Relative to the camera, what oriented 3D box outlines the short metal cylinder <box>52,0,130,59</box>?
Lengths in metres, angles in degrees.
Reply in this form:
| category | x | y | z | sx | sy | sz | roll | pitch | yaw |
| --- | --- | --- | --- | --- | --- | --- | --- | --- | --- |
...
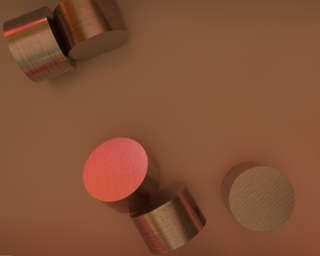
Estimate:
| category | x | y | z | sx | sy | sz | roll | pitch | yaw |
| --- | --- | --- | --- | --- | --- | --- | --- | --- | --- |
| short metal cylinder | -0.084 | -0.125 | 0.383 | 0.080 | 0.080 | 0.050 | -22 | 90 | 0 |

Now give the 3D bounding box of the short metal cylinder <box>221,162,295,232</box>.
| category | x | y | z | sx | sy | sz | roll | pitch | yaw |
| --- | --- | --- | --- | --- | --- | --- | --- | --- | --- |
| short metal cylinder | 0.124 | 0.086 | 0.401 | 0.081 | 0.050 | 0.079 | 0 | 90 | -1 |

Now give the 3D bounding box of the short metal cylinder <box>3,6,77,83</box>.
| category | x | y | z | sx | sy | sz | roll | pitch | yaw |
| --- | --- | --- | --- | --- | --- | --- | --- | --- | --- |
| short metal cylinder | -0.145 | -0.102 | 0.382 | 0.050 | 0.080 | 0.080 | -22 | 90 | 0 |

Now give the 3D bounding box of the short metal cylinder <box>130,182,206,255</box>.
| category | x | y | z | sx | sy | sz | roll | pitch | yaw |
| --- | --- | --- | --- | --- | --- | --- | --- | --- | --- |
| short metal cylinder | 0.010 | 0.110 | 0.384 | 0.080 | 0.080 | 0.050 | -29 | 91 | 0 |

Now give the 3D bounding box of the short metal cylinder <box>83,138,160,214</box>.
| category | x | y | z | sx | sy | sz | roll | pitch | yaw |
| --- | --- | --- | --- | --- | --- | --- | --- | --- | --- |
| short metal cylinder | -0.046 | 0.059 | 0.380 | 0.080 | 0.050 | 0.080 | -8 | 58 | 14 |
